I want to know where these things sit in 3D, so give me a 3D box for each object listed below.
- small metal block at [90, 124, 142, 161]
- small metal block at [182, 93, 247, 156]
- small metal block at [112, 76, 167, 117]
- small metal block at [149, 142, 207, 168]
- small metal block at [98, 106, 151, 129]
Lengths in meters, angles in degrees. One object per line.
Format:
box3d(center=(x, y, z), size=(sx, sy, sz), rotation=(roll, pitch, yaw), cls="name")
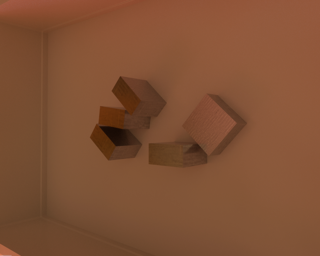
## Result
box3d(center=(-0.063, 0.019, 0.442), size=(0.050, 0.050, 0.025), rotation=(45, 117, 31), cls="small metal block")
box3d(center=(0.061, -0.004, 0.356), size=(0.050, 0.025, 0.050), rotation=(50, 119, 28), cls="small metal block")
box3d(center=(-0.028, -0.041, 0.413), size=(0.050, 0.050, 0.025), rotation=(50, 120, 28), cls="small metal block")
box3d(center=(0.022, 0.031, 0.373), size=(0.050, 0.050, 0.025), rotation=(0, 90, 40), cls="small metal block")
box3d(center=(-0.049, -0.014, 0.431), size=(0.050, 0.050, 0.025), rotation=(11, 97, 39), cls="small metal block")
